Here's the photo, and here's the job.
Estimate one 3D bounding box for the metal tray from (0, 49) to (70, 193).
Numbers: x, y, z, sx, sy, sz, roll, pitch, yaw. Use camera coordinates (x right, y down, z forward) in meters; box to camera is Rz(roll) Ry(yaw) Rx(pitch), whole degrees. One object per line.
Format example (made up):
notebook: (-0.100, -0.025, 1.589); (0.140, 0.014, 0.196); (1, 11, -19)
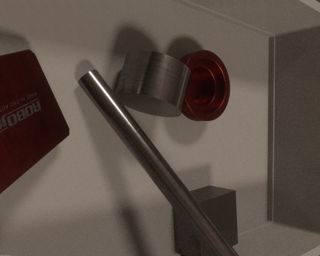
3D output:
metal tray: (-0.130, -0.008, 0.248); (0.130, 0.030, 0.090); (-64, 136, -66)

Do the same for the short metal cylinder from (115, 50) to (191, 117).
short metal cylinder: (-0.008, -0.049, 0.366); (0.080, 0.080, 0.050); (23, 75, -38)

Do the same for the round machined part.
round machined part: (0.053, -0.058, 0.442); (0.099, 0.042, 0.097); (0, 90, -40)

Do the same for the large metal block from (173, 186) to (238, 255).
large metal block: (0.066, 0.134, 0.449); (0.081, 0.050, 0.079); (-6, 94, -40)

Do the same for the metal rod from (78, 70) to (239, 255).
metal rod: (0.011, 0.062, 0.340); (0.025, 0.025, 0.299); (-37, 89, -34)
